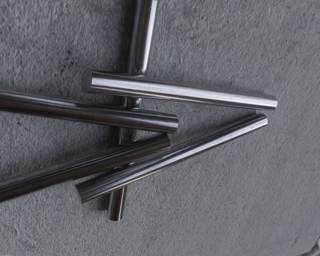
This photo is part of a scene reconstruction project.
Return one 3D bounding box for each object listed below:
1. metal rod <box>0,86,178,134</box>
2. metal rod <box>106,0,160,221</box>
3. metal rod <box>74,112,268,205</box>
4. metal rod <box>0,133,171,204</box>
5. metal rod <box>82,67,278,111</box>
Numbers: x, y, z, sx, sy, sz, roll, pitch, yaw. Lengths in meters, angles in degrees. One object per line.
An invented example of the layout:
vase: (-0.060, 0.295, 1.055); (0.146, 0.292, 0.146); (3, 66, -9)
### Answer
metal rod: (-0.118, -0.023, 0.312); (0.302, 0.025, 0.025); (8, 115, -26)
metal rod: (-0.039, -0.004, 0.386); (0.025, 0.025, 0.298); (-3, 120, -27)
metal rod: (0.032, 0.033, 0.428); (0.302, 0.025, 0.025); (-19, 127, -25)
metal rod: (-0.132, 0.058, 0.355); (0.302, 0.025, 0.025); (-17, 126, -13)
metal rod: (0.050, -0.043, 0.390); (0.302, 0.025, 0.025); (2, 118, -37)
